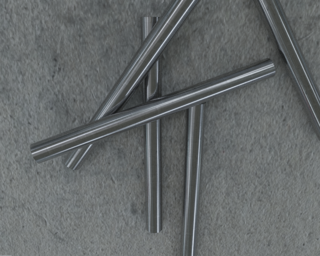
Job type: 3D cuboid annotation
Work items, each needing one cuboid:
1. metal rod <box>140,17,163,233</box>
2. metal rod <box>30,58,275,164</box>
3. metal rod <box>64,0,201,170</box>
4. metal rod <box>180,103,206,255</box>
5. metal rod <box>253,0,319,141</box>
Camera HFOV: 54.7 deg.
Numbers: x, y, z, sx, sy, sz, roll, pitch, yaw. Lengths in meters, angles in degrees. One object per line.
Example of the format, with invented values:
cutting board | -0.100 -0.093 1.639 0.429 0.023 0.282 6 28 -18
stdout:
metal rod | -0.010 0.010 0.413 0.025 0.025 0.298 -1 110 0
metal rod | -0.004 -0.023 0.373 0.302 0.025 0.025 -20 109 -4
metal rod | -0.034 -0.057 0.366 0.025 0.025 0.299 34 115 -12
metal rod | 0.045 0.106 0.449 0.025 0.025 0.298 0 110 -1
metal rod | 0.148 -0.108 0.371 0.025 0.025 0.299 -30 108 10
